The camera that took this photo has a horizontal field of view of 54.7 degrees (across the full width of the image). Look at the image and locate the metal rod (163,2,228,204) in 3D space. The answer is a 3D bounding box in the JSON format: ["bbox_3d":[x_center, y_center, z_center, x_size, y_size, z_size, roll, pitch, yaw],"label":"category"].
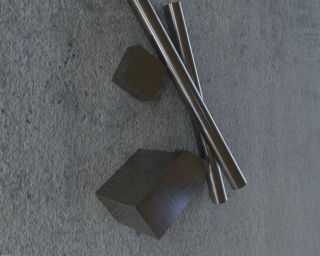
[{"bbox_3d":[0.055,-0.027,0.452,0.025,0.025,0.298,-26,106,-37],"label":"metal rod"}]

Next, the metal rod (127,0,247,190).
[{"bbox_3d":[0.043,-0.040,0.420,0.025,0.025,0.299,-41,108,-33],"label":"metal rod"}]

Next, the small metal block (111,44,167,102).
[{"bbox_3d":[-0.025,-0.067,0.385,0.050,0.025,0.050,34,69,-35],"label":"small metal block"}]

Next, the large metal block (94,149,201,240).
[{"bbox_3d":[-0.014,0.071,0.359,0.080,0.080,0.050,-46,118,-30],"label":"large metal block"}]

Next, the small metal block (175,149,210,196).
[{"bbox_3d":[0.040,0.063,0.441,0.050,0.025,0.050,31,71,-36],"label":"small metal block"}]
